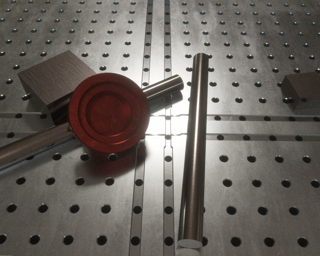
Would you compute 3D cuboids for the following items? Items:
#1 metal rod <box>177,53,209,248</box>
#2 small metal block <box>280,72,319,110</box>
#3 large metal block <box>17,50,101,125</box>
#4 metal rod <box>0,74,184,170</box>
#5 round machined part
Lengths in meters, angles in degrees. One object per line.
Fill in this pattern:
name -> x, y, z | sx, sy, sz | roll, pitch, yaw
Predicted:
metal rod -> 0.048, 0.002, 0.406 | 0.025, 0.025, 0.300 | 6, 50, 4
small metal block -> 0.215, -0.055, 0.457 | 0.050, 0.025, 0.050 | -7, 50, -6
large metal block -> -0.137, -0.056, 0.436 | 0.080, 0.050, 0.080 | -34, 58, -26
metal rod -> -0.099, -0.008, 0.412 | 0.302, 0.025, 0.025 | -26, 55, -20
round machined part -> -0.066, -0.017, 0.389 | 0.099, 0.042, 0.097 | 2, 84, -20
